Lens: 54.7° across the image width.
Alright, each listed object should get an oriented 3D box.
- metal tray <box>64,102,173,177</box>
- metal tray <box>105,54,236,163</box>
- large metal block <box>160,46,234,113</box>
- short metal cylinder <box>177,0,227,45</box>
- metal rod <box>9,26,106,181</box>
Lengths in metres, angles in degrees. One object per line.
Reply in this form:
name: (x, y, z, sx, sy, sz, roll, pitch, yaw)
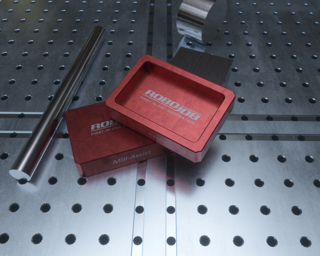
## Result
metal tray: (-0.049, 0.003, 0.402, 0.131, 0.030, 0.090, -15, 52, -13)
metal tray: (0.012, -0.028, 0.374, 0.130, 0.030, 0.090, 28, 68, 18)
large metal block: (0.052, -0.065, 0.447, 0.080, 0.050, 0.080, 19, 52, 15)
short metal cylinder: (0.072, -0.191, 0.533, 0.050, 0.080, 0.080, 30, 56, 23)
metal rod: (-0.135, -0.058, 0.454, 0.025, 0.025, 0.300, 8, 50, 7)
